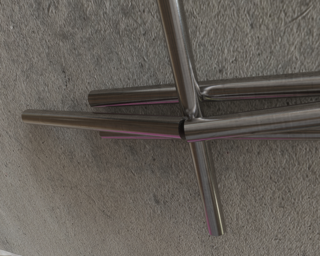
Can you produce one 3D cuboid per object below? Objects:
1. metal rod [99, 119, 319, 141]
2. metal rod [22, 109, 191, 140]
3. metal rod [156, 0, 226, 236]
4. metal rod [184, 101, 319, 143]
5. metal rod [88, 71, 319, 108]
[{"bbox_3d":[0.053,0.002,0.380,0.300,0.025,0.025,-1,118,28],"label":"metal rod"},{"bbox_3d":[-0.094,-0.009,0.418,0.300,0.025,0.025,4,121,36],"label":"metal rod"},{"bbox_3d":[0.043,0.006,0.356,0.025,0.025,0.298,-1,118,28],"label":"metal rod"},{"bbox_3d":[0.170,-0.015,0.277,0.301,0.025,0.025,-8,115,20],"label":"metal rod"},{"bbox_3d":[0.041,-0.042,0.359,0.300,0.025,0.025,-1,118,28],"label":"metal rod"}]
